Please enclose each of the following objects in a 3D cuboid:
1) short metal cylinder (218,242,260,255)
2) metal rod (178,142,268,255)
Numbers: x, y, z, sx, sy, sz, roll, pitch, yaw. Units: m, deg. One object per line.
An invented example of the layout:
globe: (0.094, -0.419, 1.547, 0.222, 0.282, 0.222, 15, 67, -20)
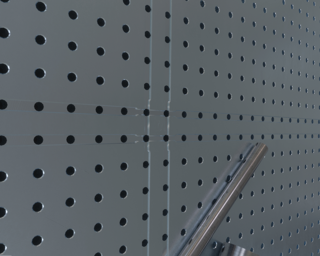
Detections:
short metal cylinder: (0.128, 0.220, 0.482, 0.080, 0.080, 0.050, 40, 66, -33)
metal rod: (0.095, 0.129, 0.489, 0.301, 0.025, 0.025, -46, 118, -30)
